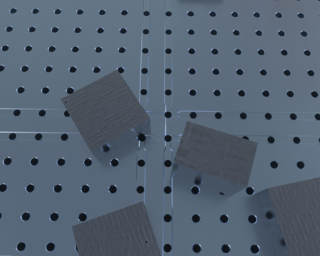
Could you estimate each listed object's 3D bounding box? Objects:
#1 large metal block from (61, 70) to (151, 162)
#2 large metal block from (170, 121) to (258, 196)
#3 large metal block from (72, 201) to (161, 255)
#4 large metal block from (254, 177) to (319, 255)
[{"bbox_3d":[-0.068,-0.015,0.403,0.080,0.050,0.080,-31,73,-11],"label":"large metal block"},{"bbox_3d":[0.060,0.040,0.369,0.080,0.080,0.050,18,71,6],"label":"large metal block"},{"bbox_3d":[-0.043,0.137,0.348,0.081,0.050,0.080,-18,71,-7],"label":"large metal block"},{"bbox_3d":[0.168,0.105,0.362,0.081,0.050,0.080,-11,71,-5],"label":"large metal block"}]
